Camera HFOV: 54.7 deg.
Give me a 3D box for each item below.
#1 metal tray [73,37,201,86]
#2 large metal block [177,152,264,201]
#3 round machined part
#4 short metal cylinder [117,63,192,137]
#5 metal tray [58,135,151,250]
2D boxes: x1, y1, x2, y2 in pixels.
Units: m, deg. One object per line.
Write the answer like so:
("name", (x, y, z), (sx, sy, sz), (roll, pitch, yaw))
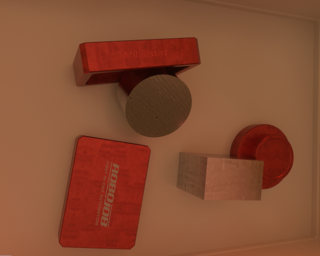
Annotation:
("metal tray", (-0.030, -0.076, 0.364), (0.131, 0.090, 0.030), (-9, 91, -20))
("large metal block", (0.077, 0.062, 0.411), (0.081, 0.080, 0.050), (5, 88, -20))
("round machined part", (0.158, 0.043, 0.462), (0.099, 0.042, 0.097), (0, 90, -21))
("short metal cylinder", (-0.008, -0.035, 0.379), (0.081, 0.050, 0.079), (-9, 120, -15))
("metal tray", (-0.068, 0.079, 0.384), (0.091, 0.030, 0.129), (11, 86, -20))
